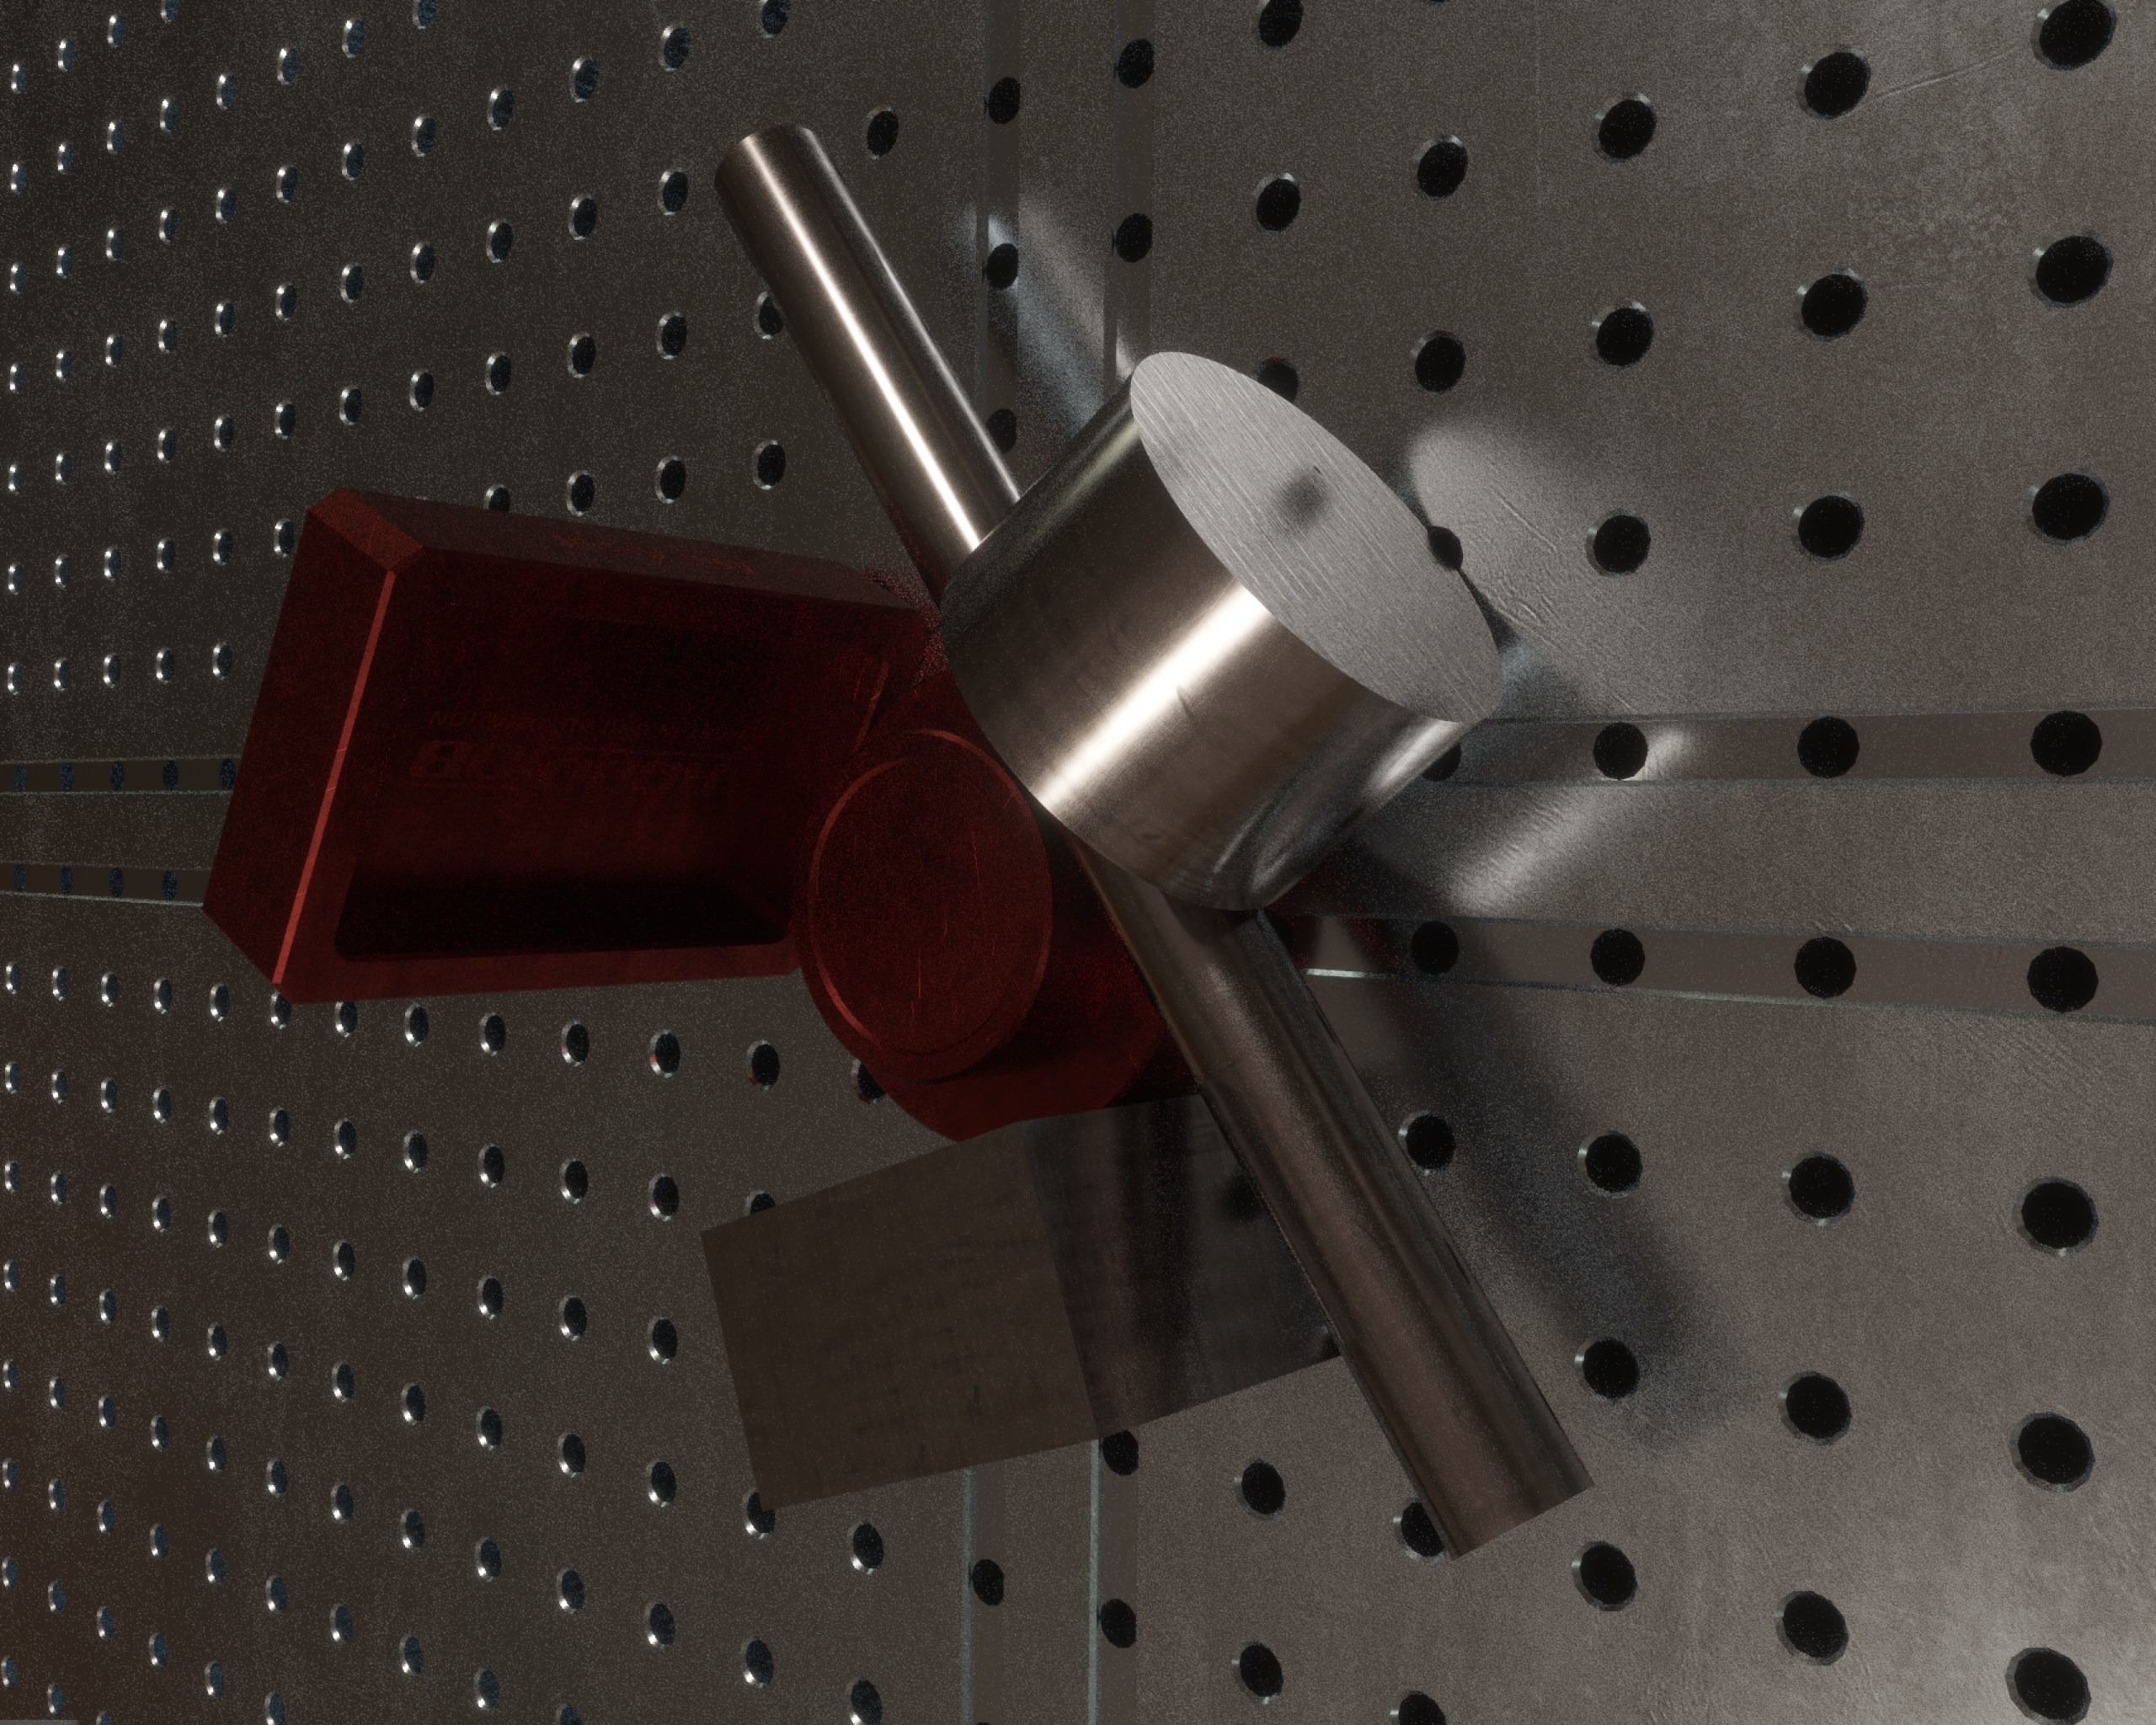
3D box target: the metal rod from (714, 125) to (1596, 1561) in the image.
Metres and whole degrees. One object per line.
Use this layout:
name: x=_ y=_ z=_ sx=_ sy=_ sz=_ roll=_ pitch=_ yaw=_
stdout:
metal rod: x=0.003 y=-0.020 z=0.378 sx=0.025 sy=0.025 sz=0.299 roll=-42 pitch=65 yaw=31

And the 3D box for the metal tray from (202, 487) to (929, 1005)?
metal tray: x=-0.098 y=-0.020 z=0.420 sx=0.030 sy=0.131 sz=0.089 roll=34 pitch=111 yaw=34

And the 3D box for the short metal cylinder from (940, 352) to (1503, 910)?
short metal cylinder: x=0.024 y=-0.039 z=0.350 sx=0.050 sy=0.081 sz=0.080 roll=-44 pitch=64 yaw=31

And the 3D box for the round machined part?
round machined part: x=-0.018 y=0.008 z=0.411 sx=0.098 sy=0.042 sz=0.097 roll=0 pitch=90 yaw=39

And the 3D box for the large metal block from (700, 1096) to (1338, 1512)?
large metal block: x=-0.007 y=0.077 z=0.377 sx=0.080 sy=0.081 sz=0.050 roll=-24 pitch=75 yaw=37
